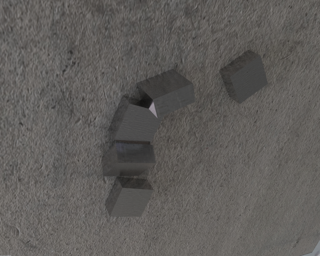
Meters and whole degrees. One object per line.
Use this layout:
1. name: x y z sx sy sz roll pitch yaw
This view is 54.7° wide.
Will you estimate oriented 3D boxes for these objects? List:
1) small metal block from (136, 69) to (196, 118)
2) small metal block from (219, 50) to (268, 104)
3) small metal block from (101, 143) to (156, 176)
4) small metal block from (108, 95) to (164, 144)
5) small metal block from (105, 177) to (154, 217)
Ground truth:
1. small metal block: 0.007 -0.042 0.368 0.050 0.050 0.025 -24 127 -14
2. small metal block: 0.116 -0.070 0.427 0.050 0.025 0.050 -36 129 -5
3. small metal block: -0.041 0.042 0.394 0.050 0.025 0.050 4 152 -31
4. small metal block: -0.030 -0.008 0.386 0.050 0.025 0.050 13 112 -34
5. small metal block: -0.044 0.099 0.444 0.050 0.025 0.050 12 112 -33
